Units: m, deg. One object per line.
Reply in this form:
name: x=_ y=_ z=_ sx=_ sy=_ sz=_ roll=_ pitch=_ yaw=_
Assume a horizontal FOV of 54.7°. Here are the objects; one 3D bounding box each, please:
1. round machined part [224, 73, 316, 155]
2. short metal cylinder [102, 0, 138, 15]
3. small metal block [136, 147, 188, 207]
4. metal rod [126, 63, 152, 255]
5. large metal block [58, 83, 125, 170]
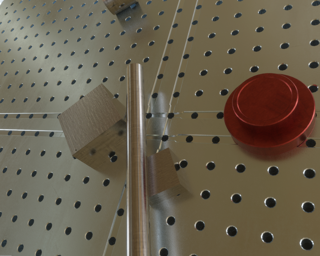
round machined part: x=0.120 y=-0.023 z=0.348 sx=0.098 sy=0.042 sz=0.098 roll=-13 pitch=56 yaw=20
short metal cylinder: x=-0.083 y=-0.259 z=0.573 sx=0.050 sy=0.080 sz=0.080 roll=-26 pitch=53 yaw=12
small metal block: x=-0.001 y=0.059 z=0.371 sx=0.050 sy=0.025 sz=0.050 roll=-26 pitch=53 yaw=11
metal rod: x=-0.027 y=0.041 z=0.364 sx=0.025 sy=0.025 sz=0.299 roll=-17 pitch=55 yaw=18
large metal block: x=-0.087 y=-0.003 z=0.438 sx=0.080 sy=0.050 sz=0.080 roll=-36 pitch=51 yaw=3
